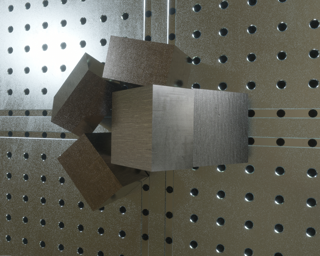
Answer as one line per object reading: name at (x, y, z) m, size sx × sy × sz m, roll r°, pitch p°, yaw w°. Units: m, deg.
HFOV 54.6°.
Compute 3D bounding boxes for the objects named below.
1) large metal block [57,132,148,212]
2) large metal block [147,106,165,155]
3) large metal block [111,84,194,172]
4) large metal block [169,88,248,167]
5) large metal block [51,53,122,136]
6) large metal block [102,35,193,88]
large metal block at (-0.072, 0.053, 0.408) m, size 0.050 × 0.080 × 0.080 m, roll -41°, pitch 78°, yaw 15°
large metal block at (-0.009, -0.002, 0.403) m, size 0.080 × 0.050 × 0.080 m, roll 1°, pitch 90°, yaw 20°
large metal block at (-0.010, 0.000, 0.329) m, size 0.080 × 0.050 × 0.080 m, roll 0°, pitch 89°, yaw 54°
large metal block at (0.054, 0.000, 0.356) m, size 0.050 × 0.081 × 0.080 m, roll -1°, pitch 89°, yaw 57°
large metal block at (-0.098, -0.044, 0.412) m, size 0.050 × 0.080 × 0.080 m, roll 32°, pitch 105°, yaw -28°
large metal block at (-0.012, -0.075, 0.388) m, size 0.080 × 0.080 × 0.050 m, roll 14°, pitch 95°, yaw 20°
